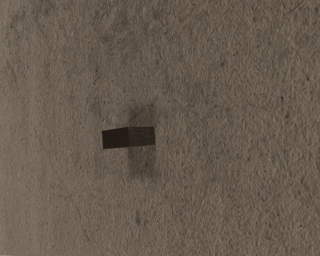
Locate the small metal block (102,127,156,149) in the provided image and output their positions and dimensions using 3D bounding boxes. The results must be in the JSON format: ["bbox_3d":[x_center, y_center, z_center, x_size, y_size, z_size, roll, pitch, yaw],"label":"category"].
[{"bbox_3d":[-0.042,0.013,0.422,0.050,0.050,0.025,-8,85,39],"label":"small metal block"}]
